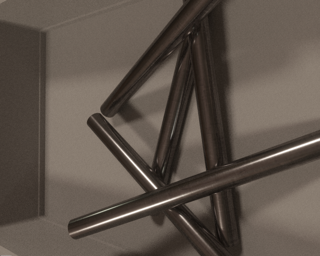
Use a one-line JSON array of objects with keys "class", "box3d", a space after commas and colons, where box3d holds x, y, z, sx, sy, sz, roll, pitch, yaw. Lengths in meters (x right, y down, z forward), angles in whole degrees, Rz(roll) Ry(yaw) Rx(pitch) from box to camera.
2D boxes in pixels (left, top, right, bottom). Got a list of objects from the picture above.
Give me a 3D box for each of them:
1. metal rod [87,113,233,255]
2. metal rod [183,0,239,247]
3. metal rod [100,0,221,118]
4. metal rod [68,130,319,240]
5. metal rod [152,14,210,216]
[{"class": "metal rod", "box3d": [0.001, 0.078, 0.371, 0.300, 0.025, 0.025, 43, 116, 30]}, {"class": "metal rod", "box3d": [0.054, -0.020, 0.343, 0.025, 0.025, 0.298, -8, 91, 39]}, {"class": "metal rod", "box3d": [-0.001, -0.088, 0.359, 0.299, 0.025, 0.025, -38, 66, 48]}, {"class": "metal rod", "box3d": [0.025, 0.068, 0.331, 0.300, 0.025, 0.025, -24, 75, 20]}, {"class": "metal rod", "box3d": [0.021, -0.031, 0.387, 0.025, 0.025, 0.298, 22, 103, 37]}]
